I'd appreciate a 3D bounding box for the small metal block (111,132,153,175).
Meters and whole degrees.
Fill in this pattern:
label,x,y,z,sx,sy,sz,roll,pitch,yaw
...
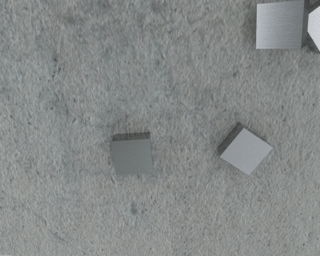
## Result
label,x,y,z,sx,sy,sz,roll,pitch,yaw
small metal block,-0.036,0.035,0.422,0.050,0.025,0.050,-4,110,1

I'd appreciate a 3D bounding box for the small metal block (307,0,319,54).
label,x,y,z,sx,sy,sz,roll,pitch,yaw
small metal block,0.196,-0.124,0.367,0.050,0.025,0.050,-37,106,12

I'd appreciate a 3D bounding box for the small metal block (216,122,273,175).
label,x,y,z,sx,sy,sz,roll,pitch,yaw
small metal block,0.114,0.028,0.422,0.050,0.025,0.050,33,107,-12

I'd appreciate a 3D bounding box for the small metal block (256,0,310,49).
label,x,y,z,sx,sy,sz,roll,pitch,yaw
small metal block,0.140,-0.118,0.355,0.050,0.025,0.050,10,115,35
